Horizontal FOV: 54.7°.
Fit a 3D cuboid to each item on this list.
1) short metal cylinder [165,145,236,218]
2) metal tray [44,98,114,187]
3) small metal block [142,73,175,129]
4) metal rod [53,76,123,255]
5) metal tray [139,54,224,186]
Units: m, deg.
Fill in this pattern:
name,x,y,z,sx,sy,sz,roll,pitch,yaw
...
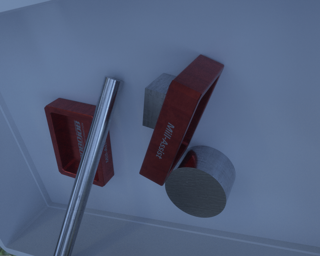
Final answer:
name,x,y,z,sx,sy,sz,roll,pitch,yaw
short metal cylinder,0.054,0.070,0.407,0.080,0.050,0.079,13,124,20
metal tray,-0.123,0.024,0.482,0.090,0.030,0.129,12,124,21
small metal block,0.003,-0.032,0.370,0.025,0.050,0.050,18,125,17
metal rod,-0.106,0.074,0.434,0.025,0.025,0.298,22,103,14
metal tray,0.024,-0.008,0.348,0.030,0.090,0.129,28,128,10
